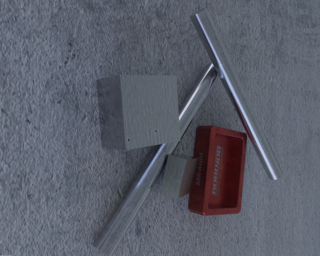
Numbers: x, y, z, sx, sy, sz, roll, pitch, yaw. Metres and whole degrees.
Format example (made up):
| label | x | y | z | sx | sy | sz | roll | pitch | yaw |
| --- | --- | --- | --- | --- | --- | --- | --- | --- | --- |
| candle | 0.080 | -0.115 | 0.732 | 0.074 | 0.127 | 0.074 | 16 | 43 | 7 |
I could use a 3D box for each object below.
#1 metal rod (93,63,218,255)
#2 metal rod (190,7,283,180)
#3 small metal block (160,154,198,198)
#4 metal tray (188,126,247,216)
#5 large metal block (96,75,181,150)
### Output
| label | x | y | z | sx | sy | sz | roll | pitch | yaw |
| --- | --- | --- | --- | --- | --- | --- | --- | --- | --- |
| metal rod | 0.008 | 0.025 | 0.413 | 0.025 | 0.025 | 0.300 | 48 | 61 | -30 |
| metal rod | 0.124 | -0.039 | 0.474 | 0.025 | 0.025 | 0.299 | -45 | 115 | -31 |
| small metal block | 0.027 | 0.062 | 0.412 | 0.050 | 0.025 | 0.050 | 8 | 95 | -66 |
| metal tray | 0.092 | 0.066 | 0.481 | 0.091 | 0.030 | 0.129 | 11 | 83 | -40 |
| large metal block | -0.024 | -0.020 | 0.370 | 0.081 | 0.050 | 0.079 | -7 | 95 | -40 |
